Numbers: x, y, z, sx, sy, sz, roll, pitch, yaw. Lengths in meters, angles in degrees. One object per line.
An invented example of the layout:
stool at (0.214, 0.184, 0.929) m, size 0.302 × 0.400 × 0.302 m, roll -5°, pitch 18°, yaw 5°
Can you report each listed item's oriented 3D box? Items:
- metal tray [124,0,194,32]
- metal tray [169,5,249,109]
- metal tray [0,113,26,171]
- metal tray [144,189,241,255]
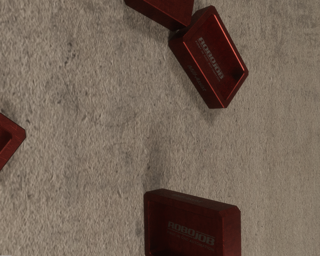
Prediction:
metal tray at (0.008, -0.208, 0.410) m, size 0.091 × 0.030 × 0.129 m, roll 16°, pitch 80°, yaw -39°
metal tray at (0.079, -0.104, 0.469) m, size 0.130 × 0.030 × 0.090 m, roll 52°, pitch 59°, yaw -27°
metal tray at (-0.189, 0.002, 0.243) m, size 0.130 × 0.030 × 0.090 m, roll 44°, pitch 64°, yaw -31°
metal tray at (0.033, 0.127, 0.366) m, size 0.030 × 0.130 × 0.089 m, roll -2°, pitch 92°, yaw -40°
